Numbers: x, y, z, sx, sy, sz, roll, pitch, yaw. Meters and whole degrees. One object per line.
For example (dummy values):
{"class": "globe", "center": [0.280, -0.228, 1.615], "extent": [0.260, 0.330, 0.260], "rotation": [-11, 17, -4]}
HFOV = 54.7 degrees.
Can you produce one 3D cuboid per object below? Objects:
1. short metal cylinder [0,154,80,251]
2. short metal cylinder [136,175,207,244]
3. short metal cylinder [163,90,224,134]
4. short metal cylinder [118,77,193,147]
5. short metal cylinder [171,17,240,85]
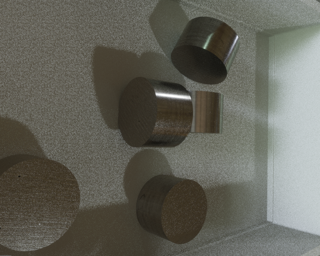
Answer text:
{"class": "short metal cylinder", "center": [-0.123, 0.066, 0.288], "extent": [0.081, 0.050, 0.079], "rotation": [0, 90, -40]}
{"class": "short metal cylinder", "center": [0.016, 0.104, 0.406], "extent": [0.081, 0.050, 0.079], "rotation": [0, 90, -40]}
{"class": "short metal cylinder", "center": [0.042, -0.019, 0.409], "extent": [0.081, 0.080, 0.050], "rotation": [4, 88, -40]}
{"class": "short metal cylinder", "center": [-0.007, -0.017, 0.365], "extent": [0.050, 0.080, 0.080], "rotation": [4, 88, -37]}
{"class": "short metal cylinder", "center": [0.062, -0.104, 0.425], "extent": [0.080, 0.080, 0.050], "rotation": [40, 66, -33]}
